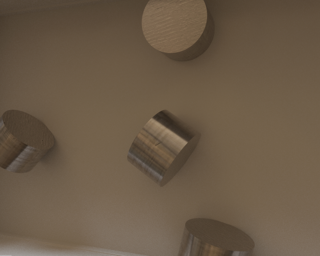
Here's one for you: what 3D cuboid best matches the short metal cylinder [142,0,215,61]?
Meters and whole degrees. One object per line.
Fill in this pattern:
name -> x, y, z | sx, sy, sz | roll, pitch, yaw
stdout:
short metal cylinder -> 0.024, -0.128, 0.388 | 0.080, 0.050, 0.079 | 0, 90, 19

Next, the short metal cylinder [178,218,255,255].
short metal cylinder -> 0.063, 0.145, 0.359 | 0.080, 0.080, 0.050 | 14, 95, 19

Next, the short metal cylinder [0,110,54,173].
short metal cylinder -> -0.205, 0.019, 0.451 | 0.050, 0.080, 0.080 | -46, 76, 14

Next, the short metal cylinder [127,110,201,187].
short metal cylinder -> 0.006, 0.025, 0.378 | 0.050, 0.080, 0.080 | 36, 101, 16
